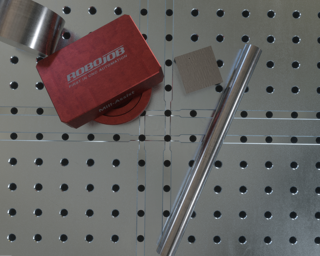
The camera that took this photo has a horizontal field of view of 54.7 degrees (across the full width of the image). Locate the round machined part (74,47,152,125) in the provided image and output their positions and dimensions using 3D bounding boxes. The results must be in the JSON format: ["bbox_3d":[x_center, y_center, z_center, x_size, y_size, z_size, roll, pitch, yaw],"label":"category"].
[{"bbox_3d":[-0.059,-0.052,0.404,0.099,0.042,0.097,0,90,-1],"label":"round machined part"}]

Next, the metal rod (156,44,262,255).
[{"bbox_3d":[0.066,0.031,0.414,0.025,0.025,0.299,23,90,-1],"label":"metal rod"}]

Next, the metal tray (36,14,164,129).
[{"bbox_3d":[-0.073,-0.069,0.378,0.130,0.030,0.090,-29,74,-1],"label":"metal tray"}]

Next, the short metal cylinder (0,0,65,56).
[{"bbox_3d":[-0.166,-0.125,0.384,0.080,0.080,0.050,19,90,-1],"label":"short metal cylinder"}]

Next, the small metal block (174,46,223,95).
[{"bbox_3d":[0.050,-0.076,0.414,0.050,0.025,0.050,-18,90,-1],"label":"small metal block"}]
